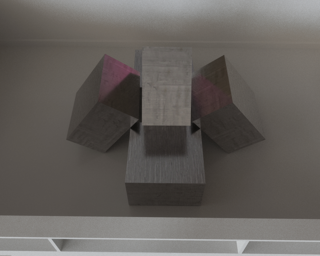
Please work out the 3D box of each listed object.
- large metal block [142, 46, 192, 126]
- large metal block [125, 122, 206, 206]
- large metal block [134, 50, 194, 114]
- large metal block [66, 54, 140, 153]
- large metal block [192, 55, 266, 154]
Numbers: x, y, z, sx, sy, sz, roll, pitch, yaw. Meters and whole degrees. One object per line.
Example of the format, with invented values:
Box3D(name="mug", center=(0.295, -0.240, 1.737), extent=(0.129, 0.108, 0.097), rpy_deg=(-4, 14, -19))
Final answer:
Box3D(name="large metal block", center=(0.006, -0.047, 0.355), extent=(0.050, 0.079, 0.080), rpy_deg=(0, 6, -1))
Box3D(name="large metal block", center=(0.006, 0.040, 0.353), extent=(0.080, 0.050, 0.080), rpy_deg=(1, 50, 0))
Box3D(name="large metal block", center=(0.005, -0.067, 0.440), extent=(0.081, 0.050, 0.080), rpy_deg=(-1, 50, -1))
Box3D(name="large metal block", center=(-0.068, -0.028, 0.381), extent=(0.050, 0.080, 0.080), rpy_deg=(24, 44, -28))
Box3D(name="large metal block", center=(0.082, -0.028, 0.382), extent=(0.050, 0.080, 0.080), rpy_deg=(-26, 43, 29))
